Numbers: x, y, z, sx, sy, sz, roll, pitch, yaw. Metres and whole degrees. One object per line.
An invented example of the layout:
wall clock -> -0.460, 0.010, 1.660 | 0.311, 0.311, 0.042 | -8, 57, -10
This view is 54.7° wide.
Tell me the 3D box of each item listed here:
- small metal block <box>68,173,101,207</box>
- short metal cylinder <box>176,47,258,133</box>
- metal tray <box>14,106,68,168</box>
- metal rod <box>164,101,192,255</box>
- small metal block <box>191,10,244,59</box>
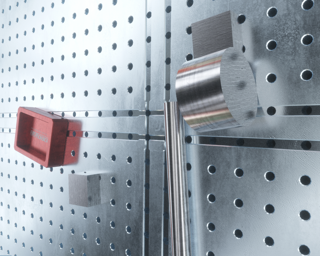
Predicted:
small metal block -> -0.125, 0.100, 0.509 | 0.050, 0.025, 0.050 | -4, 88, 39
short metal cylinder -> 0.061, -0.038, 0.322 | 0.050, 0.081, 0.080 | -10, 84, 39
metal tray -> -0.231, 0.014, 0.592 | 0.130, 0.030, 0.089 | 16, 100, 38
metal rod -> 0.025, 0.117, 0.386 | 0.025, 0.025, 0.298 | -5, 87, 39
small metal block -> 0.065, -0.099, 0.354 | 0.050, 0.025, 0.050 | -6, 86, 39
